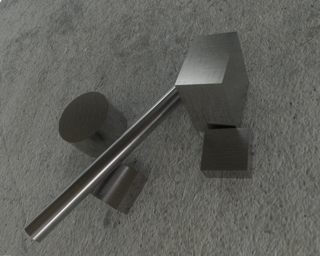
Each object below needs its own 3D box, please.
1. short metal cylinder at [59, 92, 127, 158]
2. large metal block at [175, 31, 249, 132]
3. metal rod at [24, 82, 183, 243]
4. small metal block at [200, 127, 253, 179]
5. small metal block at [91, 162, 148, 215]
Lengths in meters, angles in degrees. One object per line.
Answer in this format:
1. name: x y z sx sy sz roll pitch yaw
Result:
1. short metal cylinder: -0.094 -0.004 0.438 0.080 0.050 0.080 -13 56 20
2. large metal block: 0.065 -0.051 0.357 0.050 0.080 0.080 2 53 29
3. metal rod: -0.040 0.017 0.385 0.301 0.025 0.025 -45 51 -14
4. small metal block: 0.076 0.028 0.346 0.050 0.025 0.050 -4 60 26
5. small metal block: -0.052 0.072 0.386 0.050 0.025 0.050 20 72 35
